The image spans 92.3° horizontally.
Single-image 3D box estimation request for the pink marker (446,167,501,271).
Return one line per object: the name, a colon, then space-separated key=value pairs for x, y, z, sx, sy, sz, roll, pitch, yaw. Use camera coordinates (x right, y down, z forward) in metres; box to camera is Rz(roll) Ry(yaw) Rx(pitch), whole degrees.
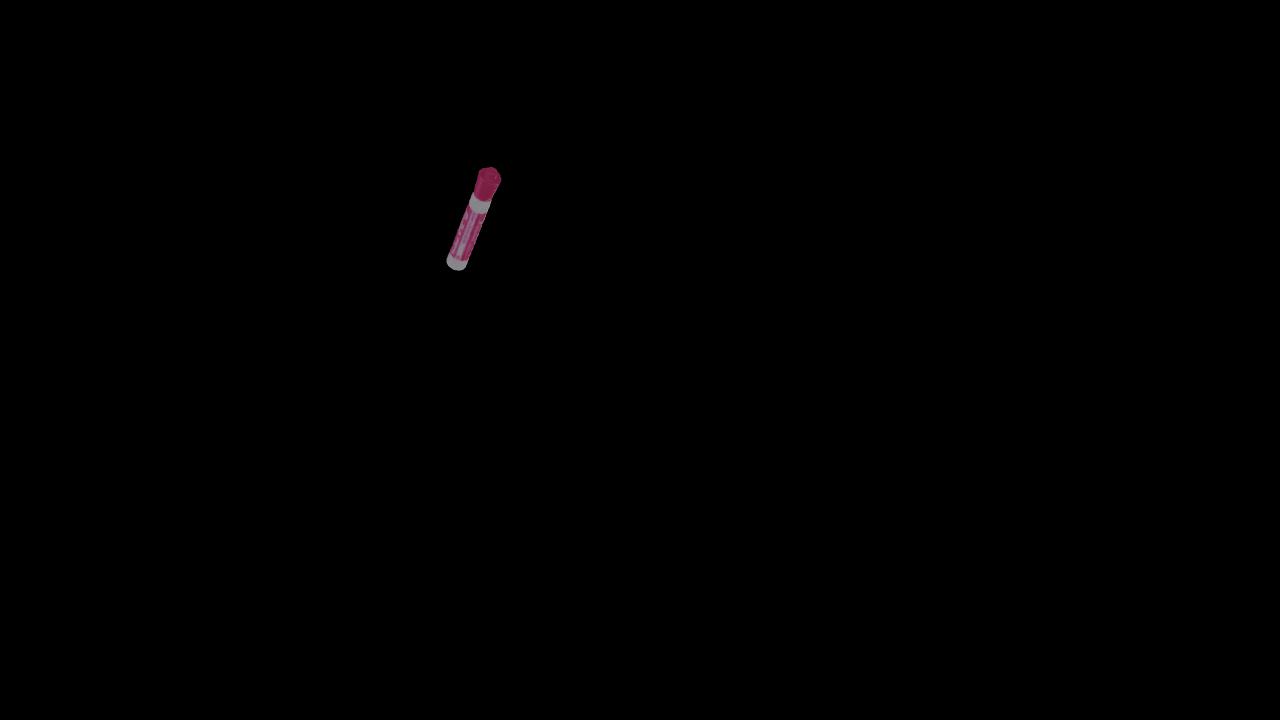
pink marker: x=-0.147 y=-0.123 z=0.542 sx=0.020 sy=0.020 sz=0.121 roll=0 pitch=-31 yaw=-32
